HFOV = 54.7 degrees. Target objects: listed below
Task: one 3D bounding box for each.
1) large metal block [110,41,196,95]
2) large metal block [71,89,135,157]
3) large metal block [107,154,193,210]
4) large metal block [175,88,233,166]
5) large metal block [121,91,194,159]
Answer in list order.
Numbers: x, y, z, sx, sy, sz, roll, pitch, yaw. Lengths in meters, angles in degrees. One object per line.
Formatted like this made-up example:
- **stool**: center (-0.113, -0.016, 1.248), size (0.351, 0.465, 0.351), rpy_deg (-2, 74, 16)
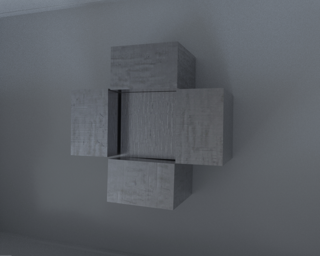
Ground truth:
- **large metal block**: center (-0.005, -0.068, 0.381), size (0.080, 0.080, 0.050), rpy_deg (1, 91, 20)
- **large metal block**: center (-0.070, -0.007, 0.405), size (0.050, 0.080, 0.080), rpy_deg (1, 90, 20)
- **large metal block**: center (-0.009, 0.062, 0.383), size (0.080, 0.080, 0.050), rpy_deg (2, 91, 20)
- **large metal block**: center (0.054, -0.002, 0.361), size (0.050, 0.080, 0.080), rpy_deg (1, 90, 20)
- **large metal block**: center (-0.002, -0.004, 0.395), size (0.080, 0.050, 0.080), rpy_deg (1, 90, 20)
